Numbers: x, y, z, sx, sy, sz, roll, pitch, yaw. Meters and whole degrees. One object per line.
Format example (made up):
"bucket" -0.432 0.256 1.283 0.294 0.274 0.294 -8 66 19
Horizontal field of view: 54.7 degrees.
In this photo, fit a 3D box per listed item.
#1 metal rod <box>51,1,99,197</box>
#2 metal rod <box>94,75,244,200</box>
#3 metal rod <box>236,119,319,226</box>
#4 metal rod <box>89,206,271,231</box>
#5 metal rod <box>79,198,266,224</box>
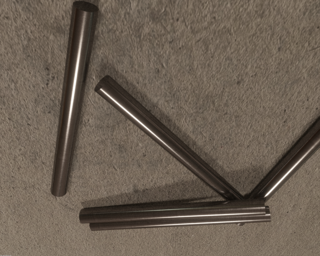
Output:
"metal rod" -0.116 -0.011 0.396 0.025 0.025 0.298 13 129 -11
"metal rod" 0.030 0.034 0.436 0.025 0.025 0.300 -33 123 25
"metal rod" 0.191 0.055 0.457 0.025 0.025 0.298 16 128 -14
"metal rod" 0.026 0.153 0.519 0.301 0.025 0.025 -7 130 12
"metal rod" 0.012 0.136 0.503 0.301 0.025 0.025 -6 130 12
